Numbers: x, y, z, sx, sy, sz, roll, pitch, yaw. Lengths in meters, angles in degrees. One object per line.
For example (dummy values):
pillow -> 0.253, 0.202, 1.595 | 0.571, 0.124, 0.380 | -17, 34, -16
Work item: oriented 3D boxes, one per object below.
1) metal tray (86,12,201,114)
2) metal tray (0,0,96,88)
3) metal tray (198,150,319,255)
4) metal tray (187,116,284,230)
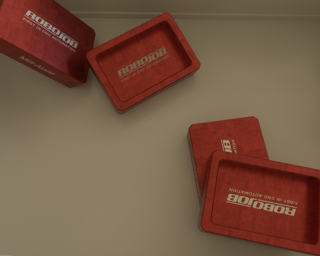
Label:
metal tray -> -0.022, -0.089, 0.425 | 0.131, 0.030, 0.090 | -31, 90, -11
metal tray -> -0.148, -0.119, 0.400 | 0.030, 0.130, 0.090 | -10, 66, 35
metal tray -> 0.114, 0.082, 0.345 | 0.131, 0.030, 0.090 | 11, 70, 4
metal tray -> 0.090, 0.055, 0.387 | 0.091, 0.030, 0.130 | -8, 70, -3
